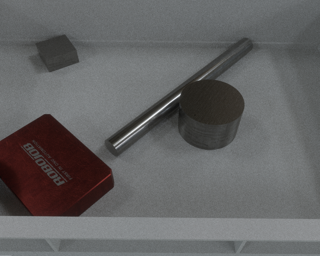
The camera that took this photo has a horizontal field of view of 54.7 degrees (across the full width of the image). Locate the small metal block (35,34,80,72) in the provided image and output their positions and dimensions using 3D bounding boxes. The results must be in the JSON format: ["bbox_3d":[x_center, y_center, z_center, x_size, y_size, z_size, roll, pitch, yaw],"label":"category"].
[{"bbox_3d":[-0.167,-0.123,0.506,0.050,0.025,0.050,-25,55,-20],"label":"small metal block"}]

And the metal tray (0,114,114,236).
[{"bbox_3d":[-0.129,0.048,0.360,0.130,0.030,0.090,36,58,26],"label":"metal tray"}]

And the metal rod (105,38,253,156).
[{"bbox_3d":[0.043,-0.058,0.454,0.025,0.025,0.302,36,58,26],"label":"metal rod"}]

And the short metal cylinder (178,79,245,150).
[{"bbox_3d":[0.065,-0.018,0.405,0.081,0.050,0.080,0,50,0],"label":"short metal cylinder"}]
